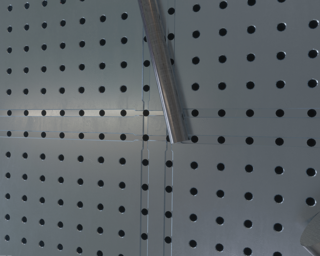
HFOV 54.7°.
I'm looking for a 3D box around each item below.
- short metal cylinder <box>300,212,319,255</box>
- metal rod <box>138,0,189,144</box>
[{"bbox_3d":[0.193,0.111,0.315,0.050,0.080,0.080,45,104,14],"label":"short metal cylinder"},{"bbox_3d":[-0.007,-0.127,0.415,0.025,0.025,0.298,-14,85,19],"label":"metal rod"}]
